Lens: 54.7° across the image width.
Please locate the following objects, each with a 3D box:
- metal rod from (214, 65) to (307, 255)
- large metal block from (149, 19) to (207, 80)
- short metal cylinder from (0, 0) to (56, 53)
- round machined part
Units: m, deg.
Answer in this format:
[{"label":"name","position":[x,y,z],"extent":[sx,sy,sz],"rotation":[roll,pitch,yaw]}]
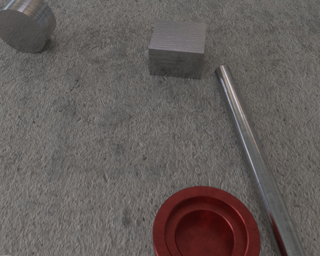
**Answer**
[{"label":"metal rod","position":[0.113,0.027,0.381],"extent":[0.025,0.025,0.300],"rotation":[-5,50,-4]},{"label":"large metal block","position":[0.029,-0.126,0.493],"extent":[0.080,0.050,0.080],"rotation":[6,50,5]},{"label":"short metal cylinder","position":[-0.220,-0.171,0.510],"extent":[0.080,0.080,0.050],"rotation":[6,51,5]},{"label":"round machined part","position":[0.042,0.110,0.300],"extent":[0.099,0.042,0.098],"rotation":[0,50,0]}]
